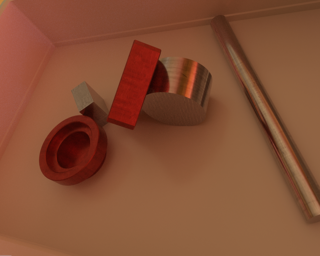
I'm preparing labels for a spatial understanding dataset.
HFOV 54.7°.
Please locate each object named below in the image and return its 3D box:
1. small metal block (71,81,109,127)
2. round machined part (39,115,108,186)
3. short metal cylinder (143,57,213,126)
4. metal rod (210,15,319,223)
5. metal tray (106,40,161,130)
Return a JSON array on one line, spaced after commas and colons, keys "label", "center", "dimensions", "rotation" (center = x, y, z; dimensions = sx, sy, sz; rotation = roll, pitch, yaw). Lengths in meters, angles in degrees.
[{"label": "small metal block", "center": [-0.101, -0.034, 0.462], "dimensions": [0.025, 0.050, 0.050], "rotation": [-35, 52, 5]}, {"label": "round machined part", "center": [-0.115, 0.034, 0.432], "dimensions": [0.098, 0.042, 0.098], "rotation": [-13, 57, 20]}, {"label": "short metal cylinder", "center": [0.021, -0.043, 0.385], "dimensions": [0.080, 0.080, 0.050], "rotation": [0, 62, 28]}, {"label": "metal rod", "center": [0.115, -0.037, 0.367], "dimensions": [0.025, 0.025, 0.299], "rotation": [-24, 53, 13]}, {"label": "metal tray", "center": [-0.036, -0.050, 0.381], "dimensions": [0.030, 0.130, 0.090], "rotation": [19, 92, -10]}]
